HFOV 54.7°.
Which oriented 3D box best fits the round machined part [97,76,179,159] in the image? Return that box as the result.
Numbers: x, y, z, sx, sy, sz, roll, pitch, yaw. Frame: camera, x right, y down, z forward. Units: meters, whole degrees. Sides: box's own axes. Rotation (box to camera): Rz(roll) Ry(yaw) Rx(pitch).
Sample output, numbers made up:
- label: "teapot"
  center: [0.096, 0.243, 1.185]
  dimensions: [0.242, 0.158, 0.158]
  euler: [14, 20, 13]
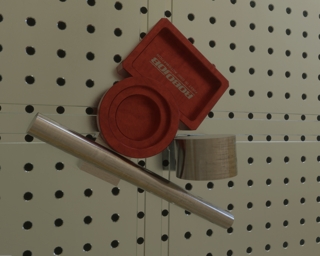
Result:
- label: "round machined part"
  center: [-0.029, -0.013, 0.385]
  dimensions: [0.099, 0.042, 0.097]
  euler: [0, 90, -18]

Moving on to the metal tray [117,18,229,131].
- label: "metal tray"
  center: [0.020, -0.069, 0.418]
  dimensions: [0.130, 0.030, 0.090]
  euler: [42, 76, -15]

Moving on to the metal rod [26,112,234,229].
- label: "metal rod"
  center: [-0.017, 0.065, 0.386]
  dimensions: [0.301, 0.025, 0.025]
  euler: [32, 80, -26]

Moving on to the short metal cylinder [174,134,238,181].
- label: "short metal cylinder"
  center: [0.059, 0.036, 0.405]
  dimensions: [0.081, 0.080, 0.050]
  euler: [-4, 92, -20]

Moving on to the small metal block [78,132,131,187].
- label: "small metal block"
  center: [-0.067, 0.038, 0.389]
  dimensions: [0.050, 0.025, 0.050]
  euler: [30, 80, -18]
